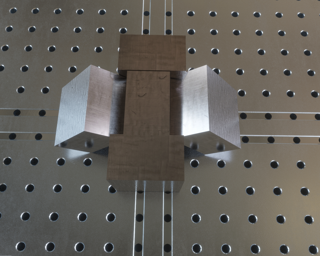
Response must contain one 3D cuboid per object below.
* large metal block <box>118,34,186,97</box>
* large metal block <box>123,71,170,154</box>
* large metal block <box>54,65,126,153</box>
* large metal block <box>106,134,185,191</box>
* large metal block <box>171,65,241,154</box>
[{"bbox_3d":[-0.009,-0.078,0.410,0.081,0.080,0.050,1,70,0],"label":"large metal block"},{"bbox_3d":[-0.014,-0.016,0.387,0.050,0.080,0.080,1,70,0],"label":"large metal block"},{"bbox_3d":[-0.085,-0.019,0.382,0.050,0.080,0.080,16,66,-37],"label":"large metal block"},{"bbox_3d":[-0.015,0.044,0.365,0.081,0.080,0.050,1,70,0],"label":"large metal block"},{"bbox_3d":[0.057,-0.018,0.381,0.050,0.080,0.080,-14,65,35],"label":"large metal block"}]
